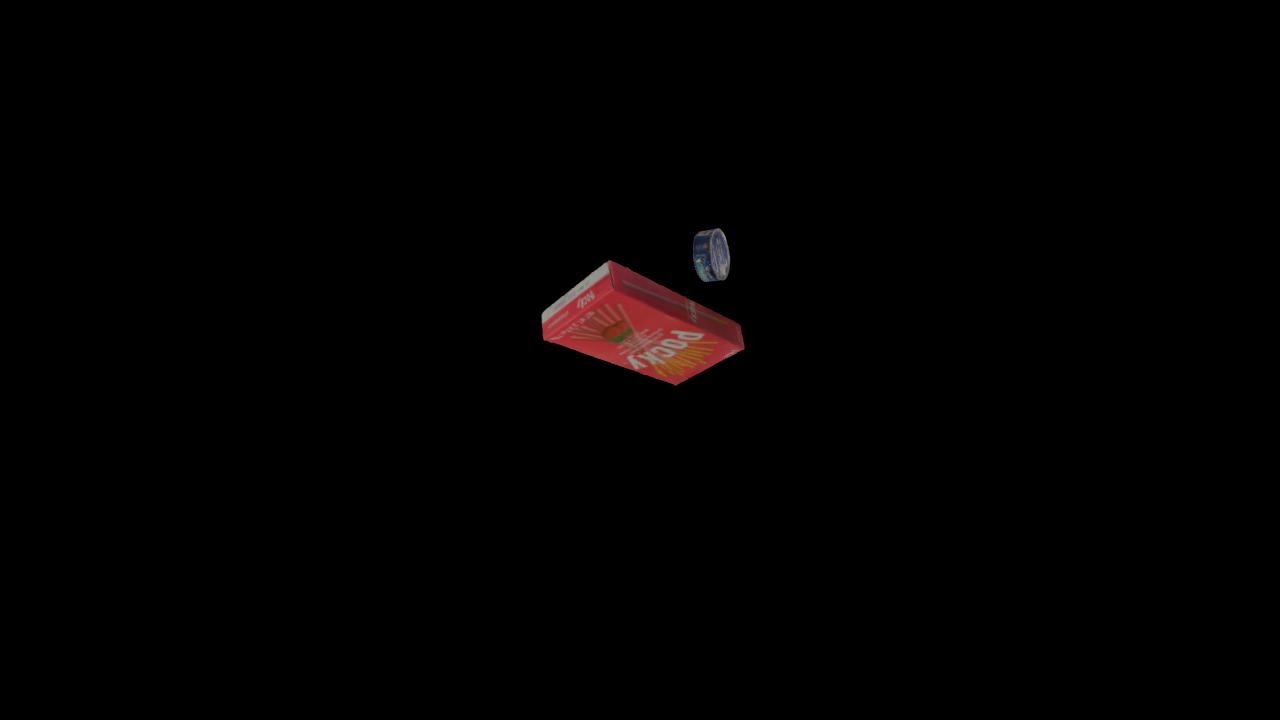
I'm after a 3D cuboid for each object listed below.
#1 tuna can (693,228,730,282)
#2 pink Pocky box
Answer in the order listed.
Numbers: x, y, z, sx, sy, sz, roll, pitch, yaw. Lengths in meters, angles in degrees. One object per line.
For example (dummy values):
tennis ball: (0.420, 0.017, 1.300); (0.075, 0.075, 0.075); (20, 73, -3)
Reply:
tuna can: (0.116, -0.169, 0.998); (0.034, 0.084, 0.084); (-3, -1, 28)
pink Pocky box: (0.006, -0.023, 0.503); (0.155, 0.029, 0.084); (20, -38, -40)
